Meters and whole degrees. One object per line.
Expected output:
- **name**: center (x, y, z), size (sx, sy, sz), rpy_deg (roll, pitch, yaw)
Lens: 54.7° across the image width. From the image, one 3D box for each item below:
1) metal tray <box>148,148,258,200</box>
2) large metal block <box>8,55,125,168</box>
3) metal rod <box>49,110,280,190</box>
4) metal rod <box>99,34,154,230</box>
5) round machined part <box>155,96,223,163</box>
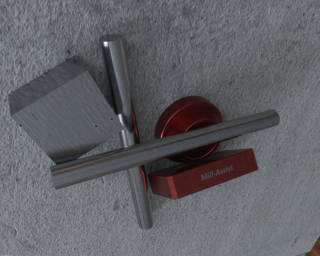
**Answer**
- **metal tray**: center (0.058, 0.062, 0.436), size (0.131, 0.090, 0.030), rpy_deg (-15, 89, -21)
- **large metal block**: center (-0.097, -0.017, 0.328), size (0.080, 0.050, 0.080), rpy_deg (-33, 129, -7)
- **metal rod**: center (0.025, 0.018, 0.375), size (0.303, 0.025, 0.025), rpy_deg (-14, 124, -24)
- **metal rod**: center (-0.036, 0.028, 0.405), size (0.025, 0.025, 0.298), rpy_deg (-19, 126, -18)
- **round machined part**: center (0.046, 0.008, 0.428), size (0.099, 0.042, 0.097), rpy_deg (-14, 124, -21)
